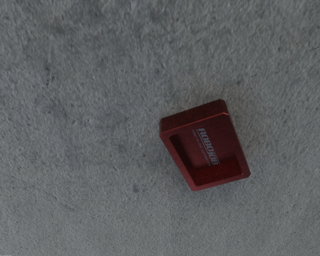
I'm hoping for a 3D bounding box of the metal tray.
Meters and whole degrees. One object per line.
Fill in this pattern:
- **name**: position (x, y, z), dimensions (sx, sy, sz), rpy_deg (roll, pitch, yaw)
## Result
- **metal tray**: position (0.065, 0.029, 0.429), dimensions (0.090, 0.030, 0.130), rpy_deg (-19, 128, 14)
